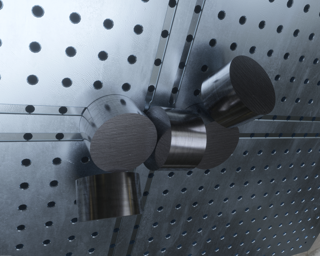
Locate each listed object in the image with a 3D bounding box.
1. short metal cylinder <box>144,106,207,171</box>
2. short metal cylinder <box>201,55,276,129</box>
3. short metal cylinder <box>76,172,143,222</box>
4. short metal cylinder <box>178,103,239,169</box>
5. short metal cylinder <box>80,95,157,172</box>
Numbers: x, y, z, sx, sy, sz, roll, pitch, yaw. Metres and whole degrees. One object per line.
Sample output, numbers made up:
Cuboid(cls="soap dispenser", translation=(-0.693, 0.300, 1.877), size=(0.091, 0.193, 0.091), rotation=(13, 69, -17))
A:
Cuboid(cls="short metal cylinder", translation=(0.014, 0.014, 0.393), size=(0.050, 0.080, 0.079), rotation=(5, 116, -31))
Cuboid(cls="short metal cylinder", translation=(0.100, -0.045, 0.396), size=(0.081, 0.080, 0.050), rotation=(9, 156, -33))
Cuboid(cls="short metal cylinder", translation=(-0.063, 0.088, 0.389), size=(0.081, 0.050, 0.080), rotation=(-7, 164, -2))
Cuboid(cls="short metal cylinder", translation=(0.064, 0.011, 0.438), size=(0.081, 0.050, 0.079), rotation=(-14, 125, -21))
Cuboid(cls="short metal cylinder", translation=(-0.050, 0.007, 0.372), size=(0.081, 0.050, 0.079), rotation=(-14, 125, -21))
